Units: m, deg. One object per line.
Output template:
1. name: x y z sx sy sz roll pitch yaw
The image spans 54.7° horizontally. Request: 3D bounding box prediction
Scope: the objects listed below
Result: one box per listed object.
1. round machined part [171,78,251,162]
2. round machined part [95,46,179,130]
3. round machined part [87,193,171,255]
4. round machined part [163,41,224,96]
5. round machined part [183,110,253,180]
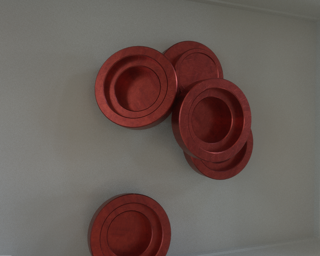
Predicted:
1. round machined part: 0.058 -0.010 0.375 0.099 0.042 0.097 -1 93 -23
2. round machined part: -0.025 -0.046 0.377 0.098 0.042 0.097 -1 81 10
3. round machined part: -0.040 0.130 0.382 0.099 0.042 0.098 4 79 -21
4. round machined part: 0.043 -0.069 0.417 0.099 0.042 0.097 0 90 -20
5. round machined part: 0.076 0.020 0.429 0.099 0.042 0.097 0 91 -21
